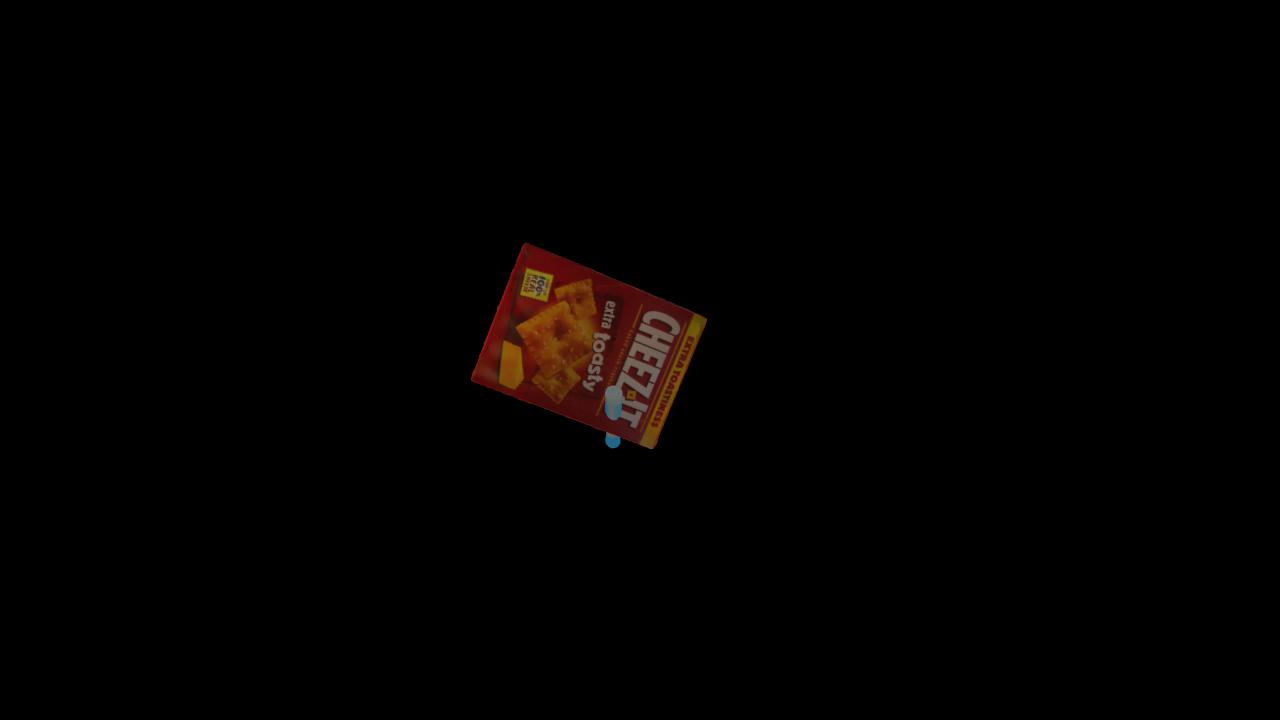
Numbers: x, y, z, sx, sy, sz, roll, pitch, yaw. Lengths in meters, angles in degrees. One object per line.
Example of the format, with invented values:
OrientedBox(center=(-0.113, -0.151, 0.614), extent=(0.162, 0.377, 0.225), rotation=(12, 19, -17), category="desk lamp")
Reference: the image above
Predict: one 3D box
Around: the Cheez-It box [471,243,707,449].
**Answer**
OrientedBox(center=(-0.057, -0.015, 0.706), extent=(0.223, 0.166, 0.071), rotation=(22, 6, -9), category="Cheez-It box")

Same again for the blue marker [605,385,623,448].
OrientedBox(center=(-0.031, 0.069, 0.704), extent=(0.020, 0.020, 0.121), rotation=(0, -34, -3), category="blue marker")
